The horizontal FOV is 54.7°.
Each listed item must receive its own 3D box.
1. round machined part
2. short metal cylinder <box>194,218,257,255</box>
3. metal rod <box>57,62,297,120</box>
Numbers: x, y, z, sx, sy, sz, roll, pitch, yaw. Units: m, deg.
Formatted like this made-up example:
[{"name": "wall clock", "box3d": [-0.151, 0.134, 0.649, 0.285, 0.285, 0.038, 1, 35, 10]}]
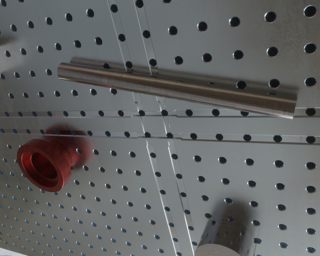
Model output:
[{"name": "round machined part", "box3d": [-0.194, 0.060, 0.537, 0.098, 0.042, 0.097, 13, 124, 20]}, {"name": "short metal cylinder", "box3d": [0.097, 0.180, 0.455, 0.080, 0.050, 0.079, 13, 124, 20]}, {"name": "metal rod", "box3d": [0.003, -0.050, 0.377, 0.301, 0.025, 0.025, 12, 124, 21]}]
